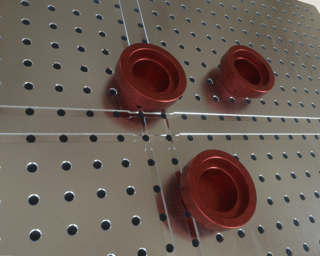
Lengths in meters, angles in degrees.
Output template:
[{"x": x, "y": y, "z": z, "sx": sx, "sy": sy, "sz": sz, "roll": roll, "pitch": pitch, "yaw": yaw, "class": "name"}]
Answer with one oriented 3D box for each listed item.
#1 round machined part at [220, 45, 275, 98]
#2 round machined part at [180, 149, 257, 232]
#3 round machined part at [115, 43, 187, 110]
[{"x": 0.145, "y": -0.092, "z": 0.534, "sx": 0.099, "sy": 0.042, "sz": 0.098, "roll": 14, "pitch": 56, "yaw": -21, "class": "round machined part"}, {"x": 0.068, "y": 0.079, "z": 0.387, "sx": 0.099, "sy": 0.042, "sz": 0.098, "roll": 14, "pitch": 56, "yaw": -21, "class": "round machined part"}, {"x": -0.016, "y": -0.067, "z": 0.431, "sx": 0.099, "sy": 0.042, "sz": 0.098, "roll": 14, "pitch": 56, "yaw": -21, "class": "round machined part"}]
